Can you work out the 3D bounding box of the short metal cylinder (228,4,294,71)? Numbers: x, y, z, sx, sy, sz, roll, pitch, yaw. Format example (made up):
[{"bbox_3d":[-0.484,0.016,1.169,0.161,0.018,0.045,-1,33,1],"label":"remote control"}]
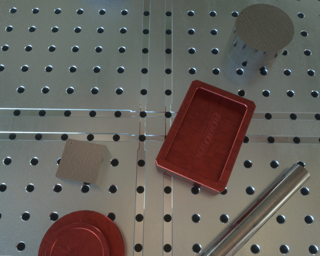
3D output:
[{"bbox_3d":[0.144,-0.130,0.448,0.081,0.050,0.080,0,70,-1],"label":"short metal cylinder"}]

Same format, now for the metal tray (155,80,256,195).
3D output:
[{"bbox_3d":[0.060,0.010,0.406,0.090,0.030,0.130,23,71,7],"label":"metal tray"}]

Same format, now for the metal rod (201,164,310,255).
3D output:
[{"bbox_3d":[0.066,0.147,0.358,0.301,0.025,0.025,-39,75,-14],"label":"metal rod"}]

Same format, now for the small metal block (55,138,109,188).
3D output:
[{"bbox_3d":[-0.098,0.045,0.394,0.050,0.025,0.050,11,70,3],"label":"small metal block"}]

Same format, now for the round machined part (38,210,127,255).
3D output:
[{"bbox_3d":[-0.089,0.143,0.349,0.099,0.042,0.098,0,70,-1],"label":"round machined part"}]
